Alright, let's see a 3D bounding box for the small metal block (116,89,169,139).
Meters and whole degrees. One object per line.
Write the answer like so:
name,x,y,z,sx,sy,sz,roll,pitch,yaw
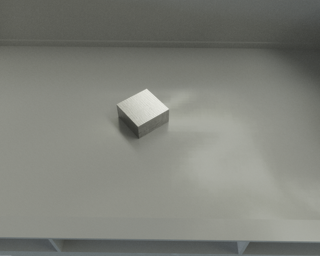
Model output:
small metal block,-0.023,-0.020,0.422,0.050,0.025,0.050,-31,57,-23
